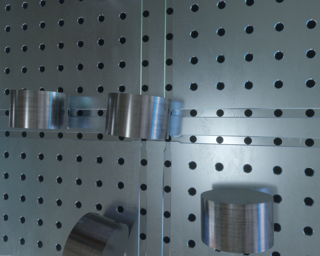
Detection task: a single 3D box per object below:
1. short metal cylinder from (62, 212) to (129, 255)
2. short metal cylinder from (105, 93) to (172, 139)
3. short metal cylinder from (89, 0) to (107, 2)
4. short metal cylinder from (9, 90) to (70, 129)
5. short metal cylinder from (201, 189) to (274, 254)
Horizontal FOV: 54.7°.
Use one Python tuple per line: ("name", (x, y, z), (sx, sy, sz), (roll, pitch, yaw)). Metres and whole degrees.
("short metal cylinder", (-0.083, 0.159, 0.411), (0.050, 0.080, 0.079), (14, 95, 19))
("short metal cylinder", (-0.027, -0.015, 0.392), (0.080, 0.080, 0.050), (6, 92, 19))
("short metal cylinder", (-0.096, -0.225, 0.432), (0.080, 0.050, 0.079), (0, 90, 19))
("short metal cylinder", (-0.171, -0.025, 0.442), (0.080, 0.080, 0.050), (3, 91, 19))
("short metal cylinder", (0.087, 0.102, 0.352), (0.080, 0.080, 0.050), (-1, 90, 19))
